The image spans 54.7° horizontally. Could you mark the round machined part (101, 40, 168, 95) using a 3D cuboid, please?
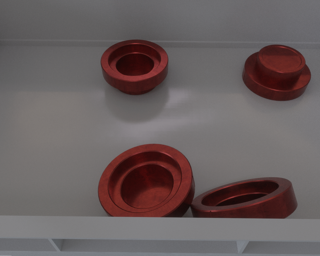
[{"bbox_3d":[-0.037,-0.088,0.467,0.099,0.042,0.098,0,50,0],"label":"round machined part"}]

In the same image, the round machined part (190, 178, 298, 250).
[{"bbox_3d":[0.082,0.083,0.301,0.099,0.098,0.042,-15,89,-13],"label":"round machined part"}]

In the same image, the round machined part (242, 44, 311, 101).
[{"bbox_3d":[0.179,-0.090,0.471,0.099,0.042,0.098,0,50,0],"label":"round machined part"}]

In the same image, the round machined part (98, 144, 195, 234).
[{"bbox_3d":[-0.012,0.067,0.329,0.098,0.042,0.098,-8,44,8],"label":"round machined part"}]
